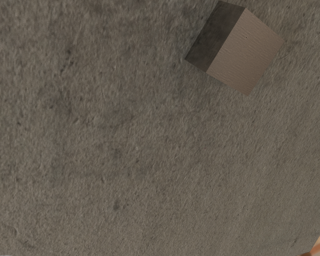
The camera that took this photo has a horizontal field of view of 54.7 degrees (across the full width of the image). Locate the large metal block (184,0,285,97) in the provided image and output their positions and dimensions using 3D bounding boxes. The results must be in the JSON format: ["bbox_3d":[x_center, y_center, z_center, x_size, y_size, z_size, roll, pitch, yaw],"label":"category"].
[{"bbox_3d":[0.092,-0.096,0.383,0.080,0.050,0.080,20,108,-36],"label":"large metal block"}]
